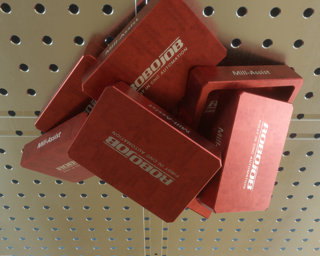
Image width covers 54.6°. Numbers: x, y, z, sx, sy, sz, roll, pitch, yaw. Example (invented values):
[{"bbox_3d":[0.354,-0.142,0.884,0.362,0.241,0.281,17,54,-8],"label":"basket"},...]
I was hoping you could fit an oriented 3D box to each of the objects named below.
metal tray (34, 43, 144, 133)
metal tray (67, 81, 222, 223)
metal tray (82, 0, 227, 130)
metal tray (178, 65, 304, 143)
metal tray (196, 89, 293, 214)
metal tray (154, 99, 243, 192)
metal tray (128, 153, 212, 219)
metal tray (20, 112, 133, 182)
[{"bbox_3d":[-0.083,-0.028,0.383,0.090,0.030,0.129,31,123,-24],"label":"metal tray"},{"bbox_3d":[-0.016,0.025,0.314,0.130,0.030,0.090,35,110,-3],"label":"metal tray"},{"bbox_3d":[-0.007,-0.066,0.327,0.130,0.030,0.090,-43,121,14],"label":"metal tray"},{"bbox_3d":[0.090,-0.025,0.358,0.131,0.030,0.089,-6,133,-22],"label":"metal tray"},{"bbox_3d":[0.097,0.028,0.349,0.091,0.030,0.129,8,97,-33],"label":"metal tray"},{"bbox_3d":[0.050,0.021,0.388,0.130,0.090,0.030,37,121,-26],"label":"metal tray"},{"bbox_3d":[0.005,0.068,0.408,0.090,0.130,0.030,35,80,-27],"label":"metal tray"},{"bbox_3d":[-0.105,0.031,0.404,0.130,0.030,0.090,-24,143,33],"label":"metal tray"}]
